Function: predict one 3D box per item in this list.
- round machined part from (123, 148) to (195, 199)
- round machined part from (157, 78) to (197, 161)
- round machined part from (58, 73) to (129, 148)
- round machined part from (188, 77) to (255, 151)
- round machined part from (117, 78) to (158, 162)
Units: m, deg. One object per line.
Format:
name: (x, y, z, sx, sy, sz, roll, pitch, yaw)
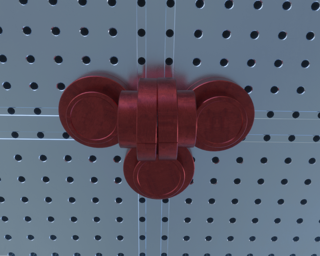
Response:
round machined part: (-0.001, 0.057, 0.425, 0.099, 0.042, 0.097, 0, 110, -1)
round machined part: (0.019, -0.010, 0.365, 0.042, 0.098, 0.097, -1, 110, 0)
round machined part: (-0.081, -0.018, 0.396, 0.099, 0.042, 0.097, 0, 110, -1)
round machined part: (0.073, -0.013, 0.400, 0.099, 0.042, 0.097, 0, 110, -1)
round machined part: (-0.025, -0.010, 0.364, 0.042, 0.098, 0.097, 1, 110, -1)
